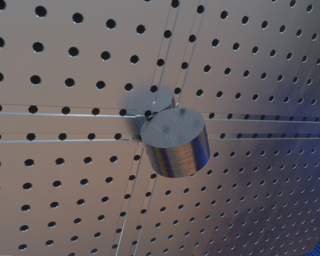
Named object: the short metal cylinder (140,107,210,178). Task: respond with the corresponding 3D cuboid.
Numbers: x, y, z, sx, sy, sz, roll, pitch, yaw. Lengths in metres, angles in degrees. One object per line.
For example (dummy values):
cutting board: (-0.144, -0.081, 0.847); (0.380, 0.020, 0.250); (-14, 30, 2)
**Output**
short metal cylinder: (0.020, 0.017, 0.396); (0.080, 0.080, 0.050); (-25, 127, -13)
